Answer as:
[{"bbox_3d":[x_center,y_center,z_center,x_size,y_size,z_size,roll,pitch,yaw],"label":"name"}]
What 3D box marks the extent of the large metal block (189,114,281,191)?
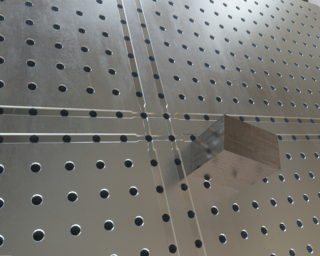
[{"bbox_3d":[0.094,0.035,0.401,0.080,0.080,0.050,20,54,-17],"label":"large metal block"}]
